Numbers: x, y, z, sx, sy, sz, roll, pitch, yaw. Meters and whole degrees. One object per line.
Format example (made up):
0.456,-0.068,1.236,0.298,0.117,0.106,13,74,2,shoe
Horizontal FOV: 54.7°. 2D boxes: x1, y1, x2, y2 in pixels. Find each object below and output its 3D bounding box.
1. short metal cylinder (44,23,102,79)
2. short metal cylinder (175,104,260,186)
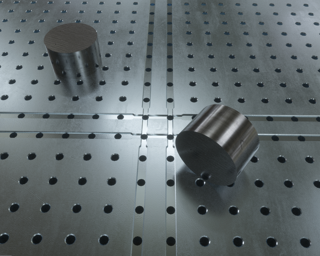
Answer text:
-0.137,-0.124,0.494,0.081,0.050,0.080,0,50,0,short metal cylinder
0.065,0.020,0.356,0.080,0.080,0.050,31,57,23,short metal cylinder
